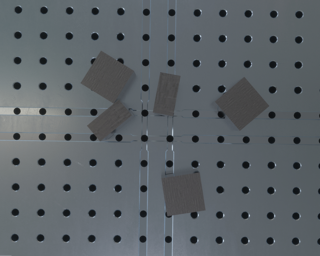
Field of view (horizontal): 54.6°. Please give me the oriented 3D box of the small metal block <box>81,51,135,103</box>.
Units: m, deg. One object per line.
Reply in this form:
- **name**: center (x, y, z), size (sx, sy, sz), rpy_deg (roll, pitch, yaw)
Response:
- **small metal block**: center (-0.068, -0.066, 0.413), size (0.050, 0.025, 0.050), rpy_deg (32, 90, 0)

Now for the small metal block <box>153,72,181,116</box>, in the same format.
- **small metal block**: center (0.008, -0.041, 0.401), size (0.025, 0.050, 0.050), rpy_deg (10, 90, 0)

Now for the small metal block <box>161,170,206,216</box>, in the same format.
- **small metal block**: center (0.031, 0.086, 0.414), size (0.050, 0.025, 0.050), rpy_deg (-9, 90, 0)

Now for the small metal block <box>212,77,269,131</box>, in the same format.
- **small metal block**: center (0.107, -0.031, 0.414), size (0.050, 0.025, 0.050), rpy_deg (-40, 90, 0)

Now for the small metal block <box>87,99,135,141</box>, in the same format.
- **small metal block**: center (-0.061, -0.009, 0.401), size (0.050, 0.050, 0.025), rpy_deg (-40, 90, 0)
